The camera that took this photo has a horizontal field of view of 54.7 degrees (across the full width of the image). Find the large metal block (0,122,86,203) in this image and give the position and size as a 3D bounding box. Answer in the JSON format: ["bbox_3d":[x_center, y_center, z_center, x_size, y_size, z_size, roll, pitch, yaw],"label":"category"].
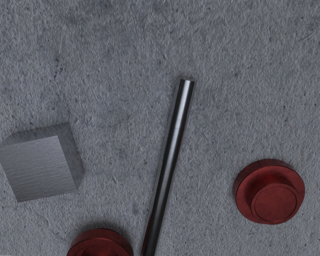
[{"bbox_3d":[-0.154,0.045,0.411,0.080,0.050,0.080,-11,110,4],"label":"large metal block"}]

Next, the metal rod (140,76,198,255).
[{"bbox_3d":[0.006,0.076,0.437,0.025,0.025,0.298,10,110,-4],"label":"metal rod"}]

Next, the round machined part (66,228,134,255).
[{"bbox_3d":[-0.089,0.193,0.471,0.099,0.042,0.097,0,110,0],"label":"round machined part"}]

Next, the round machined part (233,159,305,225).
[{"bbox_3d":[0.156,0.096,0.438,0.099,0.042,0.097,0,110,0],"label":"round machined part"}]
